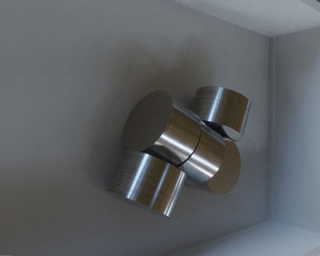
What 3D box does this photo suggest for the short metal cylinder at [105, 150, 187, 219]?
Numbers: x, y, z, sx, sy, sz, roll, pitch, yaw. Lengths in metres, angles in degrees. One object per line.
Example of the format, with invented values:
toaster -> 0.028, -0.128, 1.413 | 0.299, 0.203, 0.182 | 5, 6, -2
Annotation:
short metal cylinder -> -0.016, 0.065, 0.358 | 0.080, 0.080, 0.050 | 36, 68, -35

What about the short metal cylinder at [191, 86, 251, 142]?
short metal cylinder -> 0.083, -0.018, 0.441 | 0.080, 0.080, 0.050 | 29, 72, -37

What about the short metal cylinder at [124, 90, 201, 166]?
short metal cylinder -> 0.002, 0.002, 0.372 | 0.050, 0.080, 0.080 | 32, 70, -36

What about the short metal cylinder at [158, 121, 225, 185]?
short metal cylinder -> 0.036, 0.027, 0.402 | 0.050, 0.080, 0.080 | 34, 69, -36

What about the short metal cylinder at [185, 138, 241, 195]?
short metal cylinder -> 0.073, 0.053, 0.452 | 0.081, 0.050, 0.079 | 0, 90, -40
